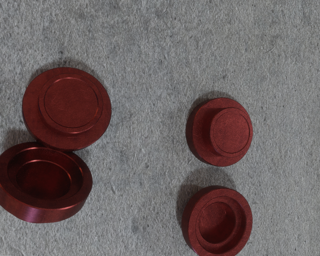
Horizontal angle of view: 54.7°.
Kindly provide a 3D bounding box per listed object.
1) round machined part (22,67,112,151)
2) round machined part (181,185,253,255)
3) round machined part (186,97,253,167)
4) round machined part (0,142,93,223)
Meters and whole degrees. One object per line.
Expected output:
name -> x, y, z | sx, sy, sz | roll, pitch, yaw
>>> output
round machined part -> -0.103, -0.024, 0.352 | 0.099, 0.042, 0.098 | 5, 77, -23
round machined part -> 0.074, 0.127, 0.427 | 0.099, 0.042, 0.097 | 0, 90, -20
round machined part -> 0.089, 0.006, 0.433 | 0.099, 0.042, 0.097 | 0, 90, -20
round machined part -> -0.127, 0.062, 0.334 | 0.099, 0.098, 0.042 | 19, 120, -19
